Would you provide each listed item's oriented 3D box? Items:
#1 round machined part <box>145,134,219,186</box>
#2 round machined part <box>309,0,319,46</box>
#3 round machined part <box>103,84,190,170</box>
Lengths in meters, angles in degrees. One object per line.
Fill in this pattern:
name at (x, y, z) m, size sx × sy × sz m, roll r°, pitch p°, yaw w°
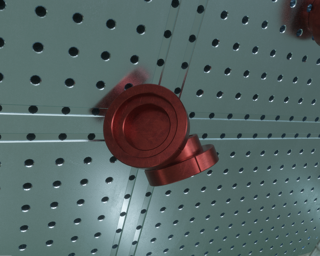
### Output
round machined part at (0.025, 0.039, 0.413) m, size 0.099 × 0.098 × 0.042 m, roll -21°, pitch 91°, yaw -16°
round machined part at (0.252, -0.161, 0.437) m, size 0.099 × 0.042 × 0.097 m, roll -14°, pitch 124°, yaw -21°
round machined part at (-0.013, 0.001, 0.367) m, size 0.098 × 0.098 × 0.042 m, roll -43°, pitch 161°, yaw 1°
